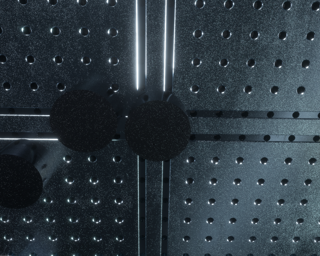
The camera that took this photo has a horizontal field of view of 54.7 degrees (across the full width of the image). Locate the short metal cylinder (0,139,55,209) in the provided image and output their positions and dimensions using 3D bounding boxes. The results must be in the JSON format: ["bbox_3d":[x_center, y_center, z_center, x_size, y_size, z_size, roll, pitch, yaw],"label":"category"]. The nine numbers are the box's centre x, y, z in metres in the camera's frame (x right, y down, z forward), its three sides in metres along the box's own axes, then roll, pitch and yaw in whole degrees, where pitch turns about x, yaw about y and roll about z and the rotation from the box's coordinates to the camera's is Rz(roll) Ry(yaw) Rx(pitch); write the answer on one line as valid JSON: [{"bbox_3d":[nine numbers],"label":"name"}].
[{"bbox_3d":[-0.191,0.061,0.420,0.081,0.050,0.079,0,110,-1],"label":"short metal cylinder"}]

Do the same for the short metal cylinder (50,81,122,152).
[{"bbox_3d":[-0.091,-0.016,0.393,0.081,0.050,0.079,0,110,-1],"label":"short metal cylinder"}]

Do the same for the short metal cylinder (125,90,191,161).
[{"bbox_3d":[-0.003,-0.004,0.399,0.081,0.050,0.079,0,110,-1],"label":"short metal cylinder"}]
